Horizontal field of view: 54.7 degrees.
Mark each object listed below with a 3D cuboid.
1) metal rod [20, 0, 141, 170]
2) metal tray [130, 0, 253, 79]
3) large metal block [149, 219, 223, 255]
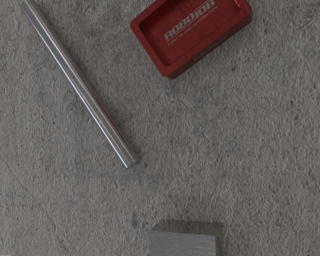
[{"bbox_3d":[-0.120,-0.070,0.451,0.025,0.025,0.299,-38,78,16],"label":"metal rod"},{"bbox_3d":[0.037,-0.135,0.393,0.130,0.030,0.090,-35,79,16],"label":"metal tray"},{"bbox_3d":[0.034,0.162,0.384,0.080,0.050,0.080,-3,89,20],"label":"large metal block"}]
